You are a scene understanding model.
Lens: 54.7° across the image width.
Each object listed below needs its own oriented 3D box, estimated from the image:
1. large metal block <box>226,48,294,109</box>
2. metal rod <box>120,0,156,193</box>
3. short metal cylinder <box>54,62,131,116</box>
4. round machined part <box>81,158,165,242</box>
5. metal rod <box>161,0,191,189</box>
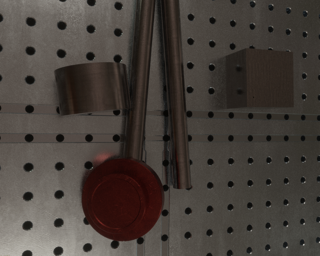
[{"bbox_3d":[0.146,-0.069,0.455,0.081,0.050,0.079,-1,91,-20],"label":"large metal block"},{"bbox_3d":[-0.028,-0.048,0.403,0.025,0.025,0.298,5,88,-20],"label":"metal rod"},{"bbox_3d":[-0.076,-0.043,0.356,0.081,0.080,0.050,-8,93,-20],"label":"short metal cylinder"},{"bbox_3d":[-0.046,0.085,0.365,0.099,0.042,0.097,0,88,8],"label":"round machined part"},{"bbox_3d":[0.020,-0.068,0.421,0.025,0.025,0.298,-5,92,-20],"label":"metal rod"}]
